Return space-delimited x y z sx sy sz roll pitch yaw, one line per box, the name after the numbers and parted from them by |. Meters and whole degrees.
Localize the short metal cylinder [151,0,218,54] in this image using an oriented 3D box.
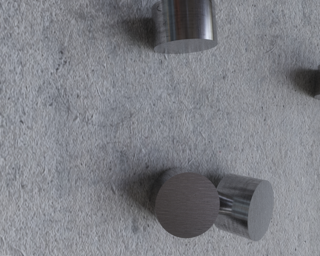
0.031 -0.127 0.391 0.081 0.080 0.050 -5 92 -20 | short metal cylinder

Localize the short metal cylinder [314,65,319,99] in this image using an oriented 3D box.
0.289 -0.071 0.486 0.081 0.080 0.050 9 87 -20 | short metal cylinder

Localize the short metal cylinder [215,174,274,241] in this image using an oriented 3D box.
0.114 0.106 0.421 0.081 0.050 0.079 -8 100 -48 | short metal cylinder

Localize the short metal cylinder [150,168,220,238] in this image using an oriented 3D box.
0.030 0.094 0.400 0.081 0.050 0.080 0 89 -10 | short metal cylinder
